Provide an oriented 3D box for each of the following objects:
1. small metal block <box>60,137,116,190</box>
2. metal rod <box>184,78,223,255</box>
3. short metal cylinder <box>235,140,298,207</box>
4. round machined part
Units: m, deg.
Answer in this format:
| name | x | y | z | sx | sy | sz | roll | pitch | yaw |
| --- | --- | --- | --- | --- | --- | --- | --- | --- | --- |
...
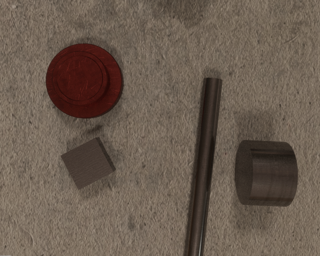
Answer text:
| name | x | y | z | sx | sy | sz | roll | pitch | yaw |
| --- | --- | --- | --- | --- | --- | --- | --- | --- | --- |
| small metal block | -0.094 | 0.046 | 0.409 | 0.050 | 0.025 | 0.050 | -27 | 90 | -1 |
| metal rod | 0.054 | 0.084 | 0.410 | 0.025 | 0.025 | 0.298 | 6 | 90 | -1 |
| short metal cylinder | 0.128 | 0.056 | 0.384 | 0.050 | 0.080 | 0.079 | 3 | 90 | 0 |
| round machined part | -0.099 | -0.061 | 0.400 | 0.099 | 0.042 | 0.097 | 0 | 90 | -1 |
